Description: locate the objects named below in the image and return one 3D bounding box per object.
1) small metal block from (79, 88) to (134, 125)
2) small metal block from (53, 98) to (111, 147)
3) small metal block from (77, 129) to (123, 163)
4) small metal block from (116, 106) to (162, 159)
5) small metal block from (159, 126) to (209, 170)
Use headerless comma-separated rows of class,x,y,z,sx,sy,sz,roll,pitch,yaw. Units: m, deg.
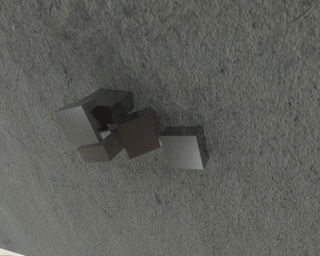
small metal block,-0.070,-0.030,0.409,0.050,0.050,0.025,10,121,24
small metal block,-0.098,-0.006,0.389,0.050,0.025,0.050,-9,113,32
small metal block,-0.082,0.025,0.450,0.050,0.050,0.025,-9,114,32
small metal block,-0.026,0.006,0.406,0.050,0.025,0.050,-22,115,-12
small metal block,0.033,0.026,0.406,0.050,0.025,0.050,-1,118,28
